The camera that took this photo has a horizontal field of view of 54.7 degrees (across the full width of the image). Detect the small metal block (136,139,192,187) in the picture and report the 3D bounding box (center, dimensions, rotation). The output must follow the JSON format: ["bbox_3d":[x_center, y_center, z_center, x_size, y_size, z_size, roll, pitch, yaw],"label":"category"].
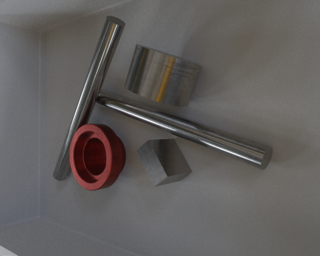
[{"bbox_3d":[0.006,0.042,0.384,0.025,0.050,0.050,-42,65,32],"label":"small metal block"}]

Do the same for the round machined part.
[{"bbox_3d":[-0.090,0.042,0.467,0.098,0.042,0.097,0,90,39],"label":"round machined part"}]

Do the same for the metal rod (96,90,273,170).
[{"bbox_3d":[-0.002,-0.012,0.406,0.300,0.025,0.025,21,103,37],"label":"metal rod"}]

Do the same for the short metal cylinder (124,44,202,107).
[{"bbox_3d":[0.003,-0.062,0.366,0.080,0.081,0.050,29,108,36],"label":"short metal cylinder"}]

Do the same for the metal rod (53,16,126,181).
[{"bbox_3d":[-0.116,-0.026,0.471,0.025,0.025,0.298,49,128,28],"label":"metal rod"}]
